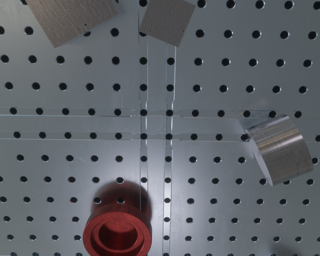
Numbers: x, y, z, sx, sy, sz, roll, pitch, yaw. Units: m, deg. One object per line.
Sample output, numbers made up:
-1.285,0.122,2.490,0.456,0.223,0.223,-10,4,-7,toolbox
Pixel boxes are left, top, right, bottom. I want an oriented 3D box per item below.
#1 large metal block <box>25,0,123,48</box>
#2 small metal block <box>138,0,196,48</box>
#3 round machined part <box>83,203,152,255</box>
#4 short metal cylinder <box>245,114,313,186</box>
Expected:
-0.098,-0.146,0.345,0.080,0.050,0.080,-25,108,9,large metal block
0.008,-0.130,0.366,0.050,0.025,0.050,21,109,-8,small metal block
-0.061,0.153,0.460,0.099,0.042,0.097,0,110,0,round machined part
0.150,0.028,0.396,0.050,0.080,0.080,-24,109,8,short metal cylinder
